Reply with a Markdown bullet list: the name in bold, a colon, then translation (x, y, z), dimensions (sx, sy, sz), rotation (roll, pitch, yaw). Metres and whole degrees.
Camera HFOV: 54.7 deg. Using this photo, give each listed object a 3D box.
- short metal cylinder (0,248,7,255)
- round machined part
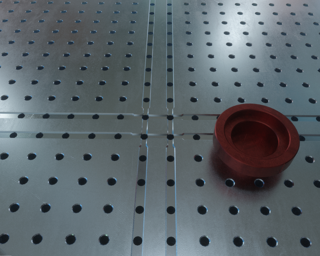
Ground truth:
- **short metal cylinder**: translation (-0.186, 0.134, 0.278), dimensions (0.080, 0.050, 0.080), rotation (0, 50, 0)
- **round machined part**: translation (0.114, 0.019, 0.381), dimensions (0.099, 0.042, 0.098), rotation (0, 50, 0)
